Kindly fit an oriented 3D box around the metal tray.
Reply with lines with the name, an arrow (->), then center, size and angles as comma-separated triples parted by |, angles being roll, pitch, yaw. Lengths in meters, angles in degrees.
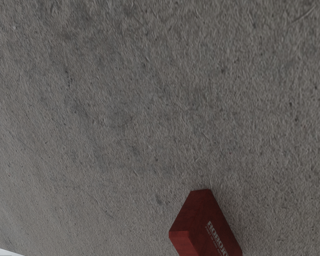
metal tray -> 0.068, 0.162, 0.429 | 0.030, 0.090, 0.130 | -16, 110, 35
